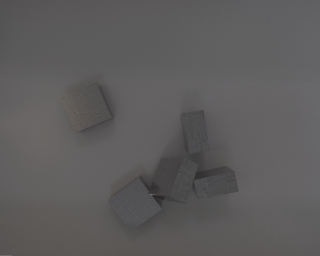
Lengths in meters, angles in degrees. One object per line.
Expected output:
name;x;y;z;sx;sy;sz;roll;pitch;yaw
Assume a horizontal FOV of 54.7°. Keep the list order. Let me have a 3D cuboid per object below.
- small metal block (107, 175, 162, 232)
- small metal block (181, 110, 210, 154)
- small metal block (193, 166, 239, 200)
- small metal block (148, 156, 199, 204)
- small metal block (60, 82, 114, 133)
small metal block;-0.032;0.099;0.411;0.050;0.025;0.050;-36;90;0
small metal block;0.044;0.004;0.399;0.025;0.050;0.050;-9;90;0
small metal block;0.068;0.070;0.399;0.050;0.050;0.025;-12;90;0
small metal block;0.016;0.065;0.389;0.025;0.050;0.050;30;68;-25
small metal block;-0.095;-0.026;0.410;0.050;0.025;0.050;-23;90;0
